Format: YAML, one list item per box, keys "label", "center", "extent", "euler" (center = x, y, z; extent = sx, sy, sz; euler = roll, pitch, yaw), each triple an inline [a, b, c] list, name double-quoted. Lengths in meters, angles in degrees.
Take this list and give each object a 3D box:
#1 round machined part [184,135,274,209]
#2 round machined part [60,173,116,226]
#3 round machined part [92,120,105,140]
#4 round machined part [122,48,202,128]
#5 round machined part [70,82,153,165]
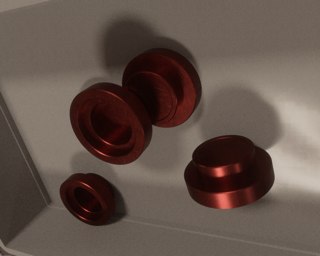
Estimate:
- label: "round machined part"
  center: [0.074, 0.042, 0.348]
  extent: [0.098, 0.098, 0.042]
  euler: [-4, 116, 30]
- label: "round machined part"
  center: [-0.118, 0.116, 0.529]
  extent: [0.098, 0.042, 0.097]
  euler: [13, 124, 20]
- label: "round machined part"
  center: [-0.082, -0.005, 0.436]
  extent: [0.098, 0.042, 0.097]
  euler: [13, 124, 20]
- label: "round machined part"
  center: [-0.003, -0.042, 0.372]
  extent: [0.098, 0.042, 0.097]
  euler: [13, 124, 20]
- label: "round machined part"
  center: [-0.053, -0.008, 0.364]
  extent: [0.098, 0.042, 0.097]
  euler: [13, 124, 20]
